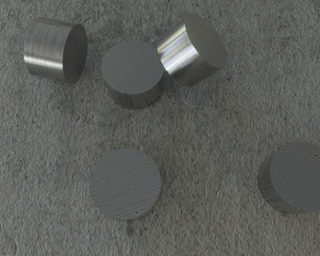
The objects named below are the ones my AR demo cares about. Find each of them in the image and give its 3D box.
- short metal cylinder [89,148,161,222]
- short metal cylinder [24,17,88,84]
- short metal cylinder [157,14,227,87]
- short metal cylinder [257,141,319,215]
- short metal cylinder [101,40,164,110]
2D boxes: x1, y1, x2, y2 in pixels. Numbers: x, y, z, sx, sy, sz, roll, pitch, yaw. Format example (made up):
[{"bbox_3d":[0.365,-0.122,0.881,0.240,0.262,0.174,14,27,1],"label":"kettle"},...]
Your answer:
[{"bbox_3d":[-0.039,0.069,0.369,0.081,0.050,0.080,0,70,0],"label":"short metal cylinder"},{"bbox_3d":[-0.137,-0.103,0.416,0.050,0.080,0.080,13,71,5],"label":"short metal cylinder"},{"bbox_3d":[0.043,-0.102,0.410,0.080,0.050,0.080,25,51,-35],"label":"short metal cylinder"},{"bbox_3d":[0.165,0.062,0.373,0.081,0.050,0.080,0,70,0],"label":"short metal cylinder"},{"bbox_3d":[-0.035,-0.071,0.420,0.081,0.050,0.080,0,70,0],"label":"short metal cylinder"}]
